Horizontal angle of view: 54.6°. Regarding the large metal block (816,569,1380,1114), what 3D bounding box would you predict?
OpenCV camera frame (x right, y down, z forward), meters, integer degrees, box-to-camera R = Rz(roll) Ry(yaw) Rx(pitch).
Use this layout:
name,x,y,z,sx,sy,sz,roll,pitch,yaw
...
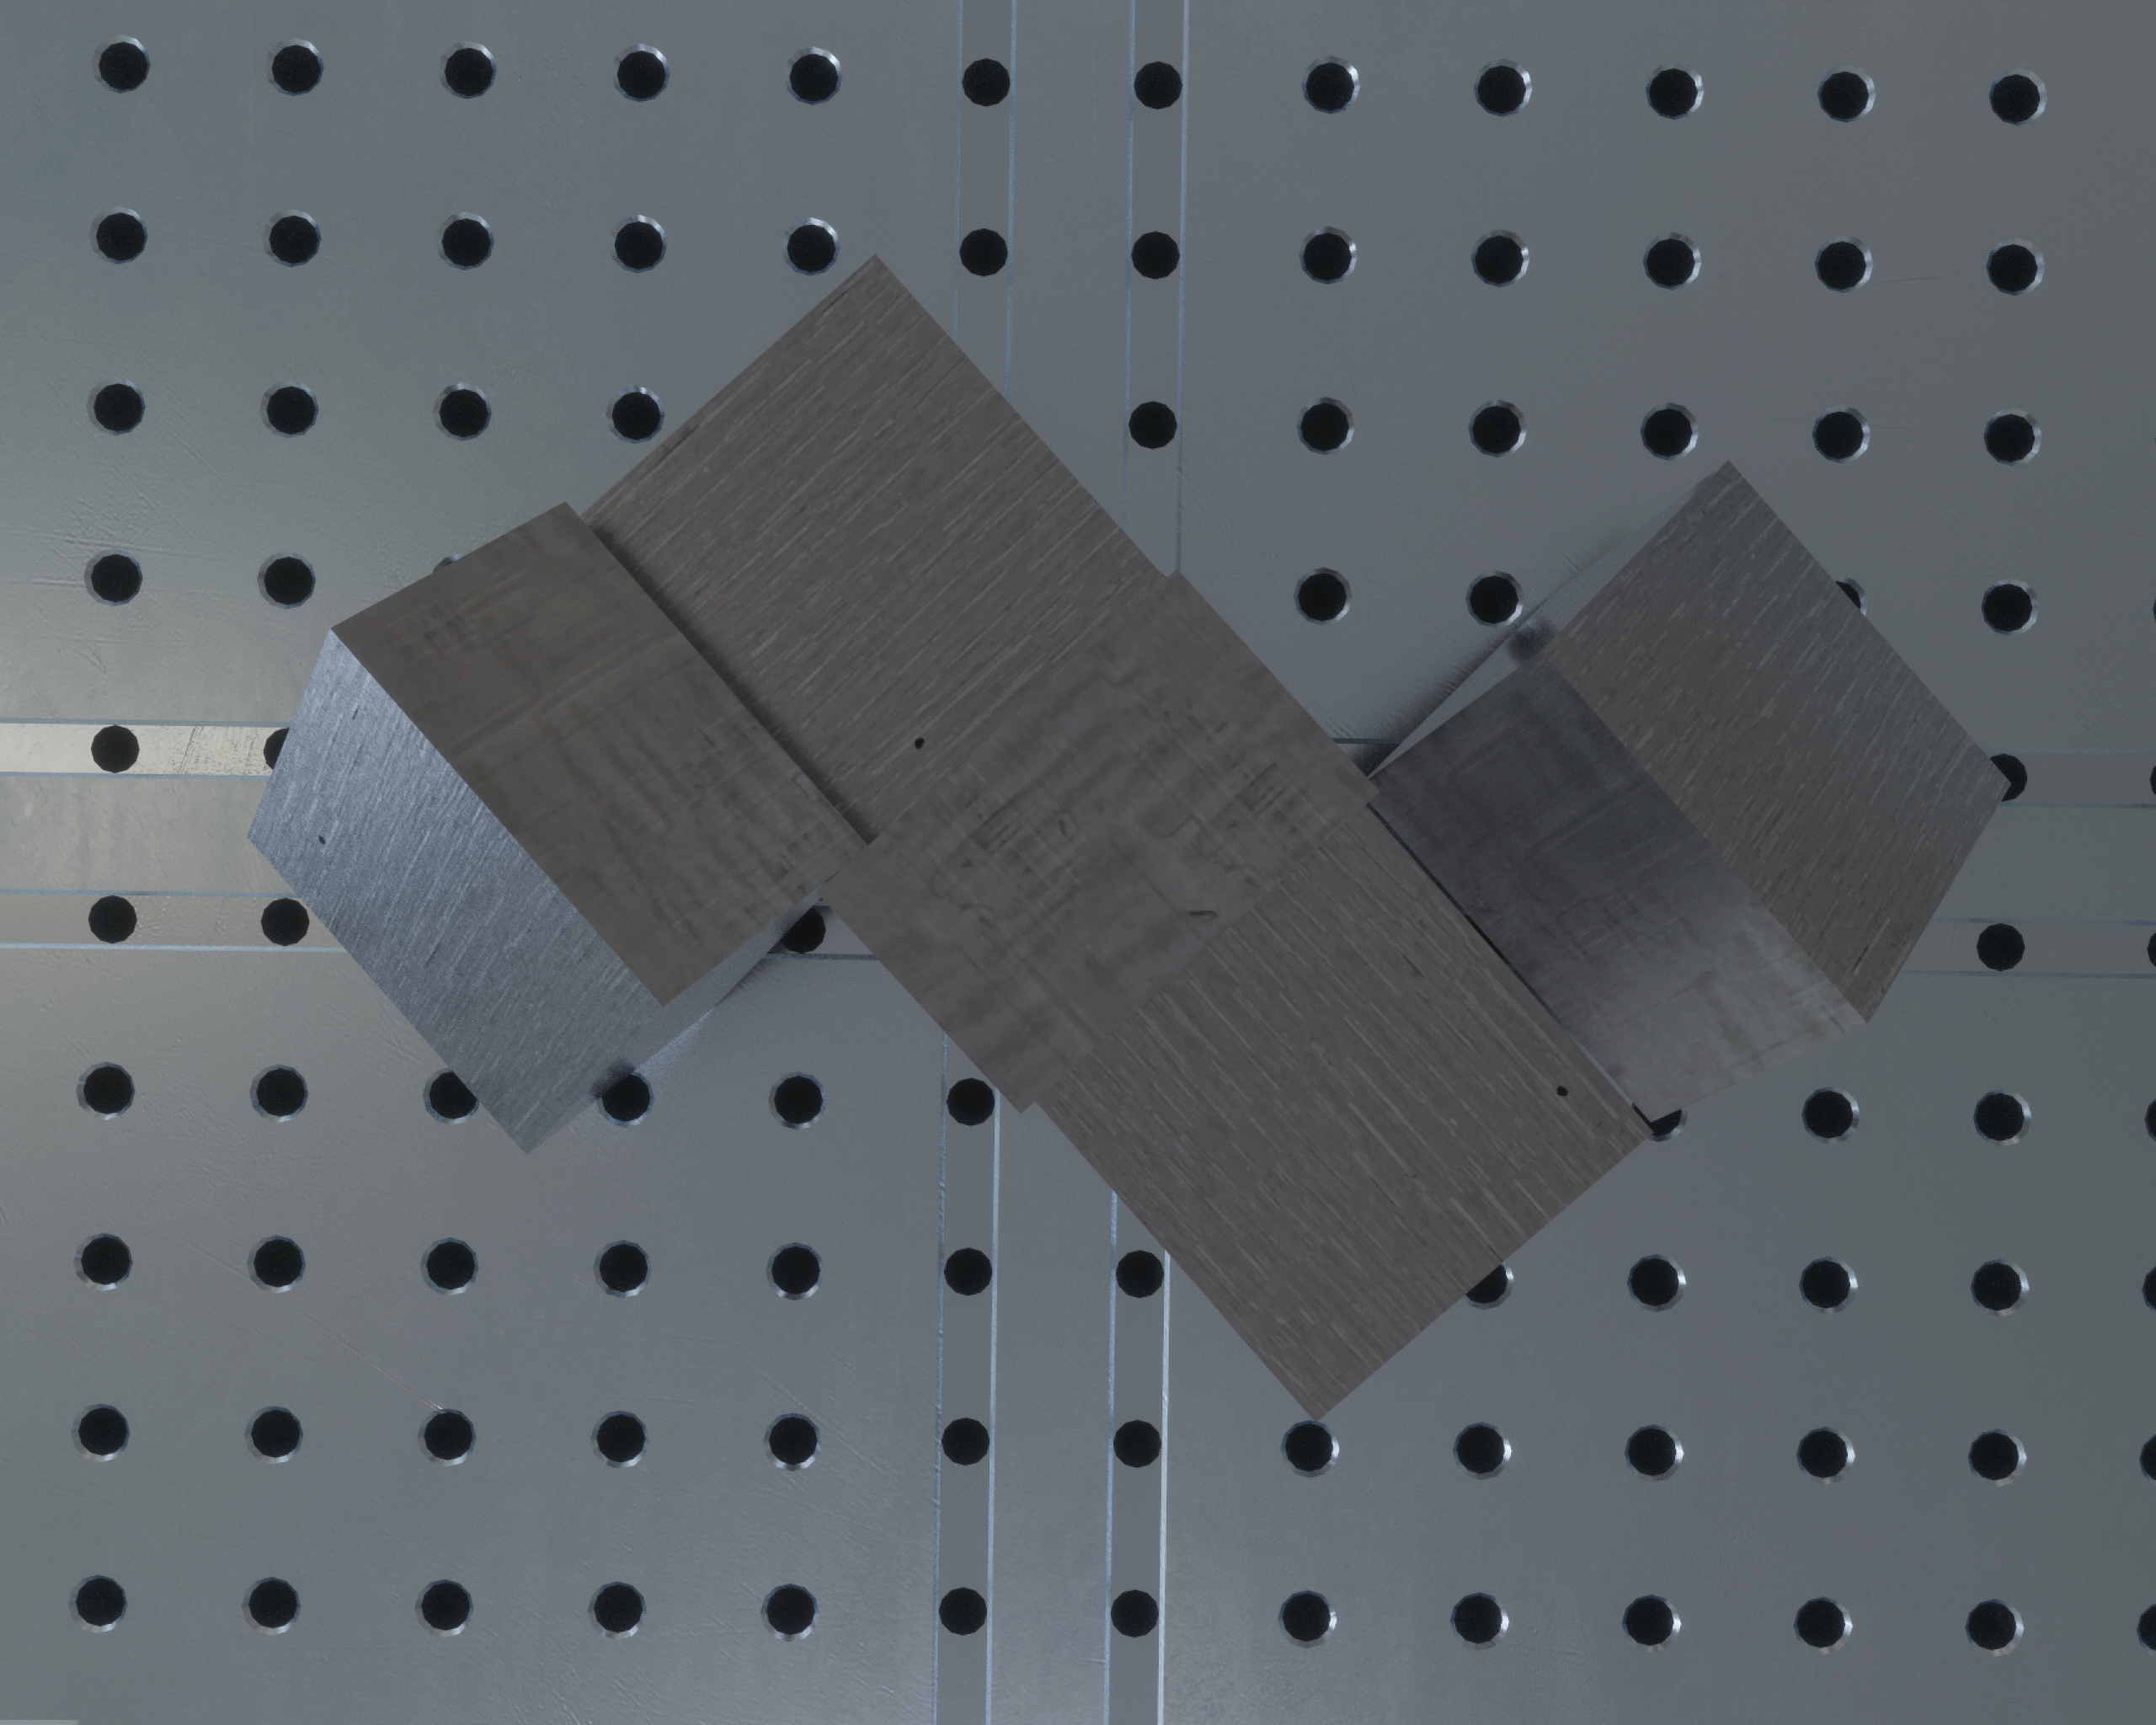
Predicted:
name,x,y,z,sx,sy,sz,roll,pitch,yaw
large metal block,0.003,-0.004,0.385,0.080,0.080,0.050,-42,91,0

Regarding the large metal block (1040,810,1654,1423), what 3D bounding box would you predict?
name,x,y,z,sx,sy,sz,roll,pitch,yaw
large metal block,0.047,0.045,0.401,0.080,0.050,0.080,-41,89,0

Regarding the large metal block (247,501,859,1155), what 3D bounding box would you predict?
name,x,y,z,sx,sy,sz,roll,pitch,yaw
large metal block,-0.096,-0.004,0.378,0.080,0.080,0.050,49,51,0

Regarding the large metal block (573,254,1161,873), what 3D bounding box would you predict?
name,x,y,z,sx,sy,sz,roll,pitch,yaw
large metal block,-0.039,-0.054,0.400,0.080,0.050,0.080,-42,91,1

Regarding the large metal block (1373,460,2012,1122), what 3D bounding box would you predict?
name,x,y,z,sx,sy,sz,roll,pitch,yaw
large metal block,0.112,-0.014,0.380,0.080,0.050,0.080,49,50,-1
